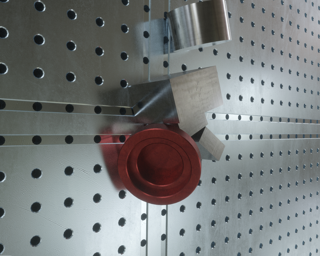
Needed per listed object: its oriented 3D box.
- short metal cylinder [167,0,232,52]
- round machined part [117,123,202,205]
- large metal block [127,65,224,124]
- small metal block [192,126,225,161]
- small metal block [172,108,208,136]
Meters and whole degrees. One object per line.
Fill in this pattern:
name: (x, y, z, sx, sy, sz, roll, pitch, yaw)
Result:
short metal cylinder: (0.053, -0.136, 0.420, 0.081, 0.080, 0.050, -19, 102, -39)
round machined part: (0.001, 0.041, 0.378, 0.042, 0.098, 0.097, -64, 138, -70)
large metal block: (0.019, -0.041, 0.392, 0.081, 0.080, 0.050, -23, 105, -38)
small metal block: (0.056, 0.022, 0.442, 0.050, 0.050, 0.025, 41, 65, -33)
small metal block: (0.027, -0.006, 0.418, 0.050, 0.050, 0.025, -32, 111, -36)
